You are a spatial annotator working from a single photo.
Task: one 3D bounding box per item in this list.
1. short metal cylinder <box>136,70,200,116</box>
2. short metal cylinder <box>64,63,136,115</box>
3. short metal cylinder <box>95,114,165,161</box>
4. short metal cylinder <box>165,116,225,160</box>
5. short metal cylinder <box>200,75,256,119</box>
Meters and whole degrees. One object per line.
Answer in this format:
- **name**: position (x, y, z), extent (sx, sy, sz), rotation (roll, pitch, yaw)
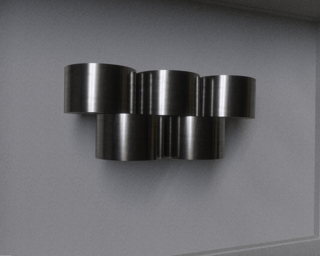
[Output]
- **short metal cylinder**: position (0.009, -0.039, 0.382), extent (0.081, 0.080, 0.050), rotation (1, 90, -20)
- **short metal cylinder**: position (-0.068, -0.041, 0.354), extent (0.081, 0.080, 0.050), rotation (1, 90, -20)
- **short metal cylinder**: position (-0.035, 0.010, 0.366), extent (0.081, 0.080, 0.050), rotation (1, 90, -20)
- **short metal cylinder**: position (0.042, 0.011, 0.395), extent (0.081, 0.080, 0.050), rotation (1, 90, -20)
- **short metal cylinder**: position (0.085, -0.038, 0.410), extent (0.081, 0.080, 0.050), rotation (2, 90, -20)
